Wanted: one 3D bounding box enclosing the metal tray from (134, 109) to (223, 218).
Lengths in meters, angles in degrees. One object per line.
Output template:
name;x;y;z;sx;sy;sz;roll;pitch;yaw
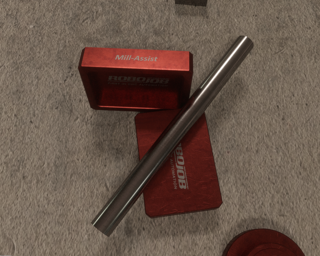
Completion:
metal tray;0.020;0.041;0.391;0.091;0.030;0.129;-7;70;-3

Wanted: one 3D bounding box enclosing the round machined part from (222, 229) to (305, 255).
round machined part;0.119;0.162;0.341;0.099;0.042;0.098;0;70;-1

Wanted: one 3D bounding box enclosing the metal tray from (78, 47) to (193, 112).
metal tray;-0.028;-0.057;0.392;0.131;0.090;0.030;2;60;0

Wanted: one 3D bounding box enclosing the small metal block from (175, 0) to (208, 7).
small metal block;0.051;-0.223;0.490;0.050;0.025;0.050;6;70;2

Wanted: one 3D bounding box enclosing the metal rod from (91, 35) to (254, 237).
metal rod;0.025;-0.003;0.377;0.025;0.025;0.300;35;74;11
